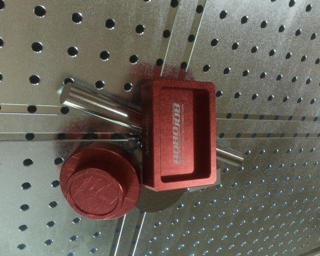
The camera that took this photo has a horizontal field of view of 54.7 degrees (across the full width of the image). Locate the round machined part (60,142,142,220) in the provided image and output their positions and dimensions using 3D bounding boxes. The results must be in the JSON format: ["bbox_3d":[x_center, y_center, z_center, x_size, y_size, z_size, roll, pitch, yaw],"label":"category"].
[{"bbox_3d":[-0.072,0.069,0.368,0.099,0.042,0.097,2,110,6],"label":"round machined part"}]

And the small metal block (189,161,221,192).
[{"bbox_3d":[0.064,0.069,0.470,0.050,0.025,0.050,-16,143,0],"label":"small metal block"}]

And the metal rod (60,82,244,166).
[{"bbox_3d":[0.013,0.007,0.418,0.302,0.025,0.025,21,107,-36],"label":"metal rod"}]

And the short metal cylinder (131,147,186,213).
[{"bbox_3d":[-0.008,0.069,0.429,0.081,0.050,0.079,-14,124,-21],"label":"short metal cylinder"}]

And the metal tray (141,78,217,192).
[{"bbox_3d":[0.025,0.007,0.383,0.091,0.030,0.129,-1,90,-29],"label":"metal tray"}]
